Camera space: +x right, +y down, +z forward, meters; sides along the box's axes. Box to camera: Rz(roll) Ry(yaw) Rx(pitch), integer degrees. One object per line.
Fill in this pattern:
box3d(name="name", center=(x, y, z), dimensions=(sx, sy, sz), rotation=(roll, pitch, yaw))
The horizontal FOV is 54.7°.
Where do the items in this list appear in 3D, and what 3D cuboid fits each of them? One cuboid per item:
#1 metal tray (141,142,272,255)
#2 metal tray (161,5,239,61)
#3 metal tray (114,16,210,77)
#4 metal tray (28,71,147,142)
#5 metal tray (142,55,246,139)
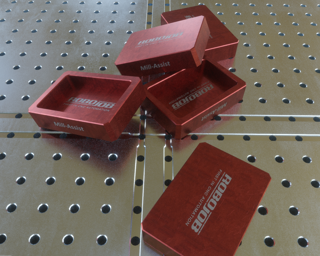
box3d(name="metal tray", center=(0.052, 0.084, 0.334), dimensions=(0.090, 0.030, 0.131), rotation=(27, 55, 20))
box3d(name="metal tray", center=(0.066, -0.165, 0.544), dimensions=(0.091, 0.030, 0.130), rotation=(-17, 52, -14))
box3d(name="metal tray", center=(0.004, -0.123, 0.475), dimensions=(0.130, 0.030, 0.090), rotation=(-5, 46, 27))
box3d(name="metal tray", center=(-0.095, -0.034, 0.410), dimensions=(0.130, 0.030, 0.090), rotation=(10, 49, 26))
box3d(name="metal tray", center=(0.047, -0.050, 0.446), dimensions=(0.131, 0.030, 0.090), rotation=(-31, 57, -24))
